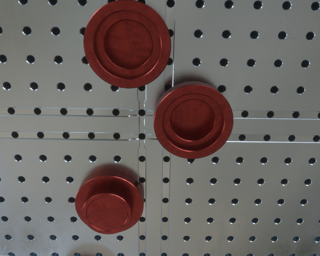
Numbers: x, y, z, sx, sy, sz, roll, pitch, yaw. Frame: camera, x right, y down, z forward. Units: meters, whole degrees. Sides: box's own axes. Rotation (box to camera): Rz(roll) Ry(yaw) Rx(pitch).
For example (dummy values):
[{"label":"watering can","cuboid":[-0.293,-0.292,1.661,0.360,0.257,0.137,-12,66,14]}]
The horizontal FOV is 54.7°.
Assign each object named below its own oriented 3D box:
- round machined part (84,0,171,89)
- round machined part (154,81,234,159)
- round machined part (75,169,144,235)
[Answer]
[{"label":"round machined part","cuboid":[-0.037,-0.099,0.367,0.099,0.042,0.097,0,110,-1]},{"label":"round machined part","cuboid":[0.041,-0.013,0.400,0.099,0.042,0.097,0,110,-1]},{"label":"round machined part","cuboid":[-0.073,0.112,0.445,0.099,0.042,0.097,0,110,-1]}]
